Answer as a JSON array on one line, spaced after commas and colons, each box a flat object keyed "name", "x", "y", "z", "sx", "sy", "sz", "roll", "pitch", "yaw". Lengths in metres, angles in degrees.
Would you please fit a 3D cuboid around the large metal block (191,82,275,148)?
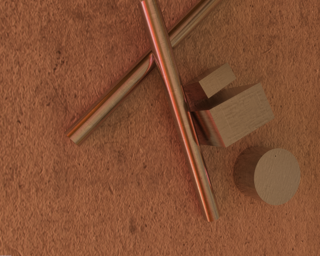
[{"name": "large metal block", "x": 0.088, "y": -0.017, "z": 0.414, "sx": 0.081, "sy": 0.080, "sz": 0.050, "roll": -28, "pitch": 100, "yaw": -18}]

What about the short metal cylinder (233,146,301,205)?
[{"name": "short metal cylinder", "x": 0.156, "y": 0.068, "z": 0.455, "sx": 0.081, "sy": 0.050, "sz": 0.079, "roll": 0, "pitch": 90, "yaw": -21}]

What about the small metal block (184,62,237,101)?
[{"name": "small metal block", "x": 0.066, "y": -0.062, "z": 0.421, "sx": 0.050, "sy": 0.050, "sz": 0.025, "roll": -35, "pitch": 102, "yaw": -17}]

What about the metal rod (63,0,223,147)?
[{"name": "metal rod", "x": -0.008, "y": -0.093, "z": 0.406, "sx": 0.025, "sy": 0.025, "sz": 0.301, "roll": 46, "pitch": 75, "yaw": -15}]

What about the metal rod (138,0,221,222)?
[{"name": "metal rod", "x": 0.029, "y": -0.013, "z": 0.403, "sx": 0.025, "sy": 0.025, "sz": 0.298, "roll": -22, "pitch": 104, "yaw": -19}]
